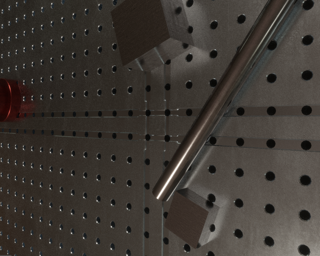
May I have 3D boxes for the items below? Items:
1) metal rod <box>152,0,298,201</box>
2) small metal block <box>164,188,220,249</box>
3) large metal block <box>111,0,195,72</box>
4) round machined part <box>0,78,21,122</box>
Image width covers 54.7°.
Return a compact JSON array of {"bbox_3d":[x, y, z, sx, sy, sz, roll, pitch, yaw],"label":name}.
[{"bbox_3d":[0.069,-0.033,0.350,0.025,0.025,0.298,43,116,31],"label":"metal rod"},{"bbox_3d":[0.038,0.108,0.377,0.050,0.025,0.050,26,106,36],"label":"small metal block"},{"bbox_3d":[-0.011,-0.128,0.400,0.080,0.050,0.080,-22,77,37],"label":"large metal block"},{"bbox_3d":[-0.352,-0.062,0.684,0.098,0.042,0.097,0,90,39],"label":"round machined part"}]
